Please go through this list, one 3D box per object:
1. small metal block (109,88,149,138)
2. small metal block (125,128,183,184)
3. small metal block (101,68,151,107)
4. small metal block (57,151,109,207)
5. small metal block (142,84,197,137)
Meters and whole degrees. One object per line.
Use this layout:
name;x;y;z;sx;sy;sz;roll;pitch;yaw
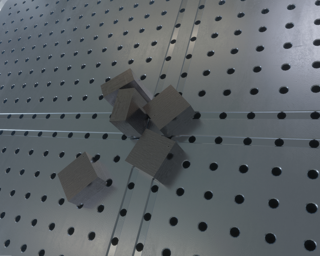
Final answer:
small metal block;-0.039;-0.019;0.426;0.025;0.050;0.050;-2;61;27
small metal block;-0.008;0.035;0.392;0.050;0.025;0.050;24;74;36
small metal block;-0.049;-0.051;0.451;0.050;0.050;0.025;-28;52;10
small metal block;-0.106;0.069;0.423;0.050;0.025;0.050;-39;51;1
small metal block;0.012;-0.023;0.417;0.050;0.025;0.050;-39;51;2
